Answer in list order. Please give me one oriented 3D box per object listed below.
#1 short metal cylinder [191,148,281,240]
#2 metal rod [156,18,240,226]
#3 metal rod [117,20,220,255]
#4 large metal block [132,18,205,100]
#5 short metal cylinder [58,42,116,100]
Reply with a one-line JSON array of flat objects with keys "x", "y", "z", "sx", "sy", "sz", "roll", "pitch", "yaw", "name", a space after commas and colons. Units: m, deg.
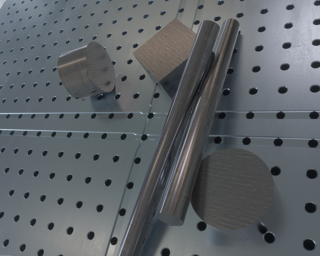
[{"x": 0.076, "y": 0.067, "z": 0.311, "sx": 0.080, "sy": 0.050, "sz": 0.080, "roll": -13, "pitch": 56, "yaw": 21, "name": "short metal cylinder"}, {"x": 0.056, "y": -0.033, "z": 0.359, "sx": 0.025, "sy": 0.025, "sz": 0.300, "roll": 0, "pitch": 49, "yaw": 28, "name": "metal rod"}, {"x": 0.012, "y": 0.012, "z": 0.361, "sx": 0.025, "sy": 0.025, "sz": 0.299, "roll": 14, "pitch": 79, "yaw": 33, "name": "metal rod"}, {"x": 0.021, "y": -0.097, "z": 0.441, "sx": 0.080, "sy": 0.050, "sz": 0.080, "roll": -39, "pitch": 51, "yaw": 1, "name": "large metal block"}, {"x": -0.113, "y": -0.089, "z": 0.487, "sx": 0.050, "sy": 0.080, "sz": 0.080, "roll": -13, "pitch": 56, "yaw": 21, "name": "short metal cylinder"}]
